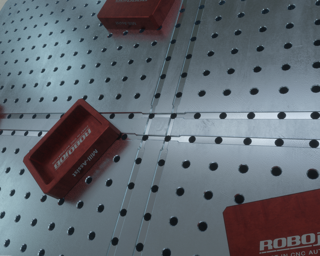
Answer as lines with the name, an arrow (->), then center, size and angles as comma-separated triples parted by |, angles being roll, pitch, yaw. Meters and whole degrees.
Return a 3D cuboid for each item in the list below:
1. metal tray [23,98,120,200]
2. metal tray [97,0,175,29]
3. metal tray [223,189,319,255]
metal tray -> -0.132, 0.027, 0.458 | 0.130, 0.030, 0.090 | -48, 51, -6
metal tray -> -0.043, -0.225, 0.567 | 0.130, 0.030, 0.090 | 13, 68, 33
metal tray -> 0.129, 0.105, 0.273 | 0.130, 0.030, 0.090 | -17, 55, 18
